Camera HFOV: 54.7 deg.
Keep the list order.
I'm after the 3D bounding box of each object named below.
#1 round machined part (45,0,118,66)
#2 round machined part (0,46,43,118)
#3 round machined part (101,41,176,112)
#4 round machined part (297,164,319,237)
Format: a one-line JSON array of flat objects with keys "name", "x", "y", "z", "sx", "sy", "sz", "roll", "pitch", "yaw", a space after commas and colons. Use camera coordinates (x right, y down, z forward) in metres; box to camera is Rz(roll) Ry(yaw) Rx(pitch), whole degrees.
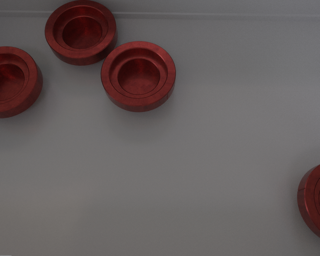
[{"name": "round machined part", "x": -0.110, "y": -0.132, "z": 0.448, "sx": 0.099, "sy": 0.042, "sz": 0.098, "roll": 0, "pitch": 70, "yaw": 0}, {"name": "round machined part", "x": -0.208, "y": -0.058, "z": 0.420, "sx": 0.099, "sy": 0.042, "sz": 0.098, "roll": 0, "pitch": 70, "yaw": 0}, {"name": "round machined part", "x": -0.028, "y": -0.066, "z": 0.424, "sx": 0.099, "sy": 0.042, "sz": 0.098, "roll": 0, "pitch": 70, "yaw": 0}, {"name": "round machined part", "x": 0.213, "y": 0.089, "z": 0.369, "sx": 0.099, "sy": 0.042, "sz": 0.098, "roll": 0, "pitch": 70, "yaw": 0}]
